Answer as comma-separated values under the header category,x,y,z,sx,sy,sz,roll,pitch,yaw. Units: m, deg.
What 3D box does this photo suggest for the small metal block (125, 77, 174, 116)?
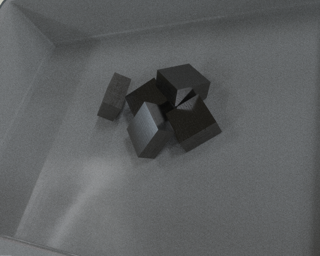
category,x,y,z,sx,sy,sz,roll,pitch,yaw
small metal block,-0.015,-0.034,0.431,0.050,0.025,0.050,-33,52,6

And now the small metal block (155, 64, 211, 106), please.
category,x,y,z,sx,sy,sz,roll,pitch,yaw
small metal block,0.029,-0.058,0.408,0.050,0.025,0.050,-17,46,-26

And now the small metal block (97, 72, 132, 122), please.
category,x,y,z,sx,sy,sz,roll,pitch,yaw
small metal block,-0.067,-0.044,0.446,0.050,0.025,0.050,138,151,-61

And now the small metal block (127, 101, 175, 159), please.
category,x,y,z,sx,sy,sz,roll,pitch,yaw
small metal block,-0.013,0.003,0.392,0.050,0.025,0.050,-54,44,31

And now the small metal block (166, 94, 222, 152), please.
category,x,y,z,sx,sy,sz,roll,pitch,yaw
small metal block,0.041,-0.006,0.385,0.050,0.025,0.050,-31,52,7
